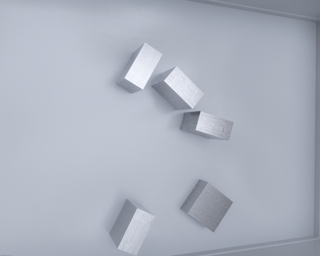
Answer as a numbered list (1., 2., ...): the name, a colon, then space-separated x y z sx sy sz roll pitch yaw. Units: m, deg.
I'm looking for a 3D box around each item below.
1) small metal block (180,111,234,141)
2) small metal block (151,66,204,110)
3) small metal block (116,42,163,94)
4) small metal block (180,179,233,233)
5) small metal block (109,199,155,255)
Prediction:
1. small metal block: 0.062 -0.003 0.420 0.050 0.050 0.025 17 85 -19
2. small metal block: 0.022 -0.050 0.405 0.050 0.050 0.025 43 77 -15
3. small metal block: -0.027 -0.073 0.387 0.025 0.050 0.050 31 80 -18
4. small metal block: 0.065 0.109 0.435 0.050 0.025 0.050 40 77 -16
5. small metal block: -0.036 0.121 0.384 0.025 0.050 0.050 29 81 -18
